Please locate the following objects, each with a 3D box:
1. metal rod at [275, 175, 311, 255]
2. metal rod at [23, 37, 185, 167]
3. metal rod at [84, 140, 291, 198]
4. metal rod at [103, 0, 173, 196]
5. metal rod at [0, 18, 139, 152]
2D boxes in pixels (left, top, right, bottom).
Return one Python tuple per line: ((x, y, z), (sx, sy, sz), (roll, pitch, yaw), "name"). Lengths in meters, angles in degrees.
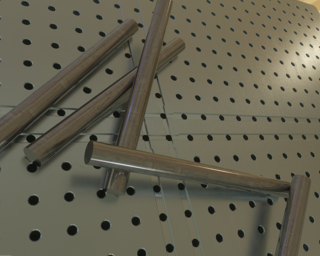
((0.139, 0.182, 0.357), (0.025, 0.025, 0.301), (34, 56, -6), "metal rod")
((-0.050, -0.053, 0.414), (0.025, 0.025, 0.301), (43, 51, 1), "metal rod")
((0.057, 0.057, 0.383), (0.302, 0.025, 0.025), (15, 56, -29), "metal rod")
((-0.022, -0.061, 0.406), (0.025, 0.025, 0.300), (21, 62, -16), "metal rod")
((-0.112, -0.064, 0.387), (0.025, 0.025, 0.301), (38, 51, -3), "metal rod")
